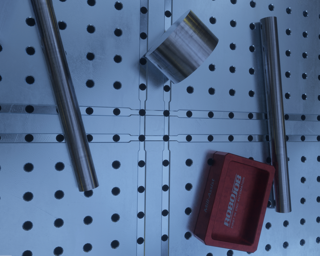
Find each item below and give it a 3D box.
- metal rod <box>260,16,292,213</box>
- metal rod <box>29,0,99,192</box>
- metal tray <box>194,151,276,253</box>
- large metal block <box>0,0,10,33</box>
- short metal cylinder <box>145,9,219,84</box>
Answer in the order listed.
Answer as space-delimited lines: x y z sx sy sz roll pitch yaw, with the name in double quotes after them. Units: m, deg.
0.180 -0.019 0.480 0.025 0.025 0.298 -6 92 -20 "metal rod"
-0.121 -0.071 0.368 0.025 0.025 0.298 -15 95 -20 "metal rod"
0.110 0.107 0.452 0.091 0.030 0.129 17 84 -20 "metal tray"
-0.204 -0.153 0.324 0.081 0.050 0.080 15 85 -20 "large metal block"
0.027 -0.103 0.394 0.050 0.080 0.080 42 77 -16 "short metal cylinder"
